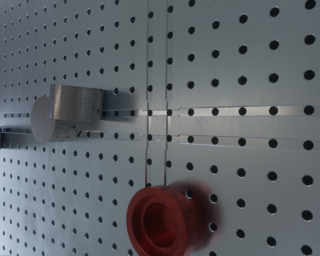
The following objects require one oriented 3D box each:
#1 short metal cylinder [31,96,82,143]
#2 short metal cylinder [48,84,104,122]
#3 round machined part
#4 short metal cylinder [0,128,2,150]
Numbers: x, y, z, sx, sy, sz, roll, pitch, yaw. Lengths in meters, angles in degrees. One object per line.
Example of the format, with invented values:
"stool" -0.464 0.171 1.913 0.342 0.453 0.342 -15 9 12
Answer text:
"short metal cylinder" -0.183 -0.014 0.545 0.080 0.050 0.080 0 90 40
"short metal cylinder" -0.129 -0.039 0.481 0.080 0.081 0.050 10 96 39
"round machined part" 0.006 0.121 0.393 0.098 0.042 0.097 0 90 40
"short metal cylinder" -0.409 0.023 0.712 0.080 0.081 0.050 8 95 40
